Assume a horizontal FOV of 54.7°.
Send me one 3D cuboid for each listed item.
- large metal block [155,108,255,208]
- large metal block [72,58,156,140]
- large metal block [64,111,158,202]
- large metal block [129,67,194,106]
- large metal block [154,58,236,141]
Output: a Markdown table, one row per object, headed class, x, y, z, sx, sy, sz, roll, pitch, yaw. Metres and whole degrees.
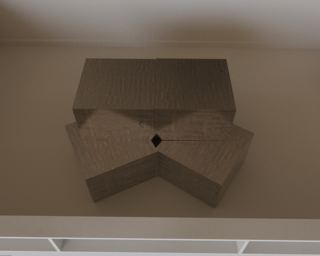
| class | x | y | z | sx | sy | sz | roll | pitch | yaw |
| --- | --- | --- | --- | --- | --- | --- | --- | --- | --- |
| large metal block | 0.051 | 0.031 | 0.360 | 0.080 | 0.050 | 0.080 | 27 | 55 | 21 |
| large metal block | -0.046 | -0.033 | 0.349 | 0.080 | 0.050 | 0.080 | 1 | 50 | 0 |
| large metal block | -0.056 | 0.027 | 0.364 | 0.081 | 0.050 | 0.080 | -21 | 53 | -17 |
| large metal block | 0.003 | -0.042 | 0.422 | 0.080 | 0.050 | 0.080 | 1 | 50 | 1 |
| large metal block | 0.035 | -0.033 | 0.348 | 0.080 | 0.050 | 0.080 | 1 | 50 | 0 |
